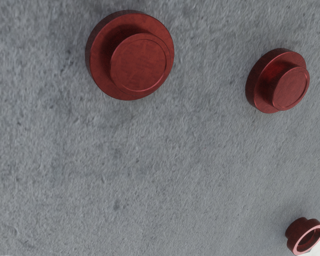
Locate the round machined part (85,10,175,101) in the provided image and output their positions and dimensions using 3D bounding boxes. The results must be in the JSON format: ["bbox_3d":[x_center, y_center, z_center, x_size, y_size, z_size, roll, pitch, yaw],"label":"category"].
[{"bbox_3d":[-0.027,-0.074,0.336,0.099,0.042,0.097,-14,125,-21],"label":"round machined part"}]

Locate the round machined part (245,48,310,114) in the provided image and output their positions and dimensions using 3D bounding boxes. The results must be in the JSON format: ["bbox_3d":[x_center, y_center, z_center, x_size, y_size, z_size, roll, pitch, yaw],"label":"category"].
[{"bbox_3d":[0.179,-0.064,0.457,0.099,0.042,0.097,-14,125,-21],"label":"round machined part"}]

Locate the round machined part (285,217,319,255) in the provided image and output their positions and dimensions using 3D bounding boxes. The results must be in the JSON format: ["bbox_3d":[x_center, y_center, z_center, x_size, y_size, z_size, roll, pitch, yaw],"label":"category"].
[{"bbox_3d":[0.343,0.255,0.746,0.099,0.042,0.097,-14,125,-21],"label":"round machined part"}]
